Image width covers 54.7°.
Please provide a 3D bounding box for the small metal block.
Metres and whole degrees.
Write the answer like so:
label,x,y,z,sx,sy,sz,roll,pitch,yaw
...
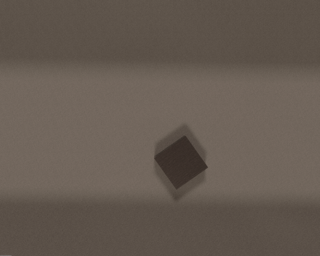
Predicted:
label,x,y,z,sx,sy,sz,roll,pitch,yaw
small metal block,0.027,0.045,0.412,0.050,0.025,0.050,-35,90,0
